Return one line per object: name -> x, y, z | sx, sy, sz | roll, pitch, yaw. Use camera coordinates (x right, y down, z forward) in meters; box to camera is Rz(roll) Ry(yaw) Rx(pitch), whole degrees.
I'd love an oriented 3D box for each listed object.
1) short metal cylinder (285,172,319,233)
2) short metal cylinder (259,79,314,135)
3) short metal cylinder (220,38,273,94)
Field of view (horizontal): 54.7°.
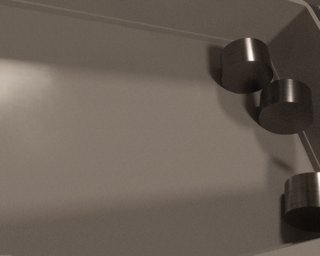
short metal cylinder -> 0.214, 0.104, 0.425 | 0.080, 0.080, 0.050 | 26, 52, -12
short metal cylinder -> 0.204, -0.033, 0.503 | 0.080, 0.080, 0.050 | 26, 53, -13
short metal cylinder -> 0.141, -0.101, 0.510 | 0.081, 0.080, 0.050 | 16, 55, -20
